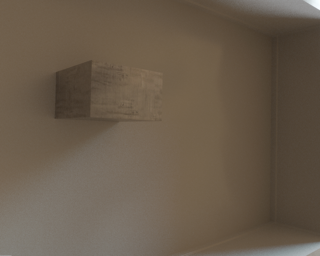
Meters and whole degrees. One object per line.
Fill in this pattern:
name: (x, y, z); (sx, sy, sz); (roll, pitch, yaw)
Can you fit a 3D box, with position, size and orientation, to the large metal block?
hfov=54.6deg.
large metal block: (-0.054, -0.033, 0.324); (0.081, 0.080, 0.050); (2, 89, -40)
